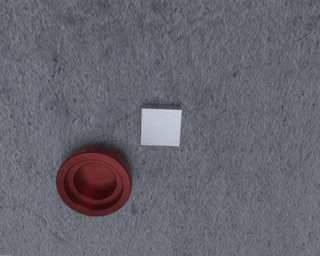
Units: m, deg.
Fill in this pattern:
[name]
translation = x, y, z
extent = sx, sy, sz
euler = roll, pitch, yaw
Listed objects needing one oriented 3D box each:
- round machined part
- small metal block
[round machined part]
translation = -0.087, 0.068, 0.425
extent = 0.099, 0.042, 0.097
euler = 0, 110, -1
[small metal block]
translation = 0.001, -0.005, 0.408
extent = 0.050, 0.025, 0.050
euler = 2, 110, -1
